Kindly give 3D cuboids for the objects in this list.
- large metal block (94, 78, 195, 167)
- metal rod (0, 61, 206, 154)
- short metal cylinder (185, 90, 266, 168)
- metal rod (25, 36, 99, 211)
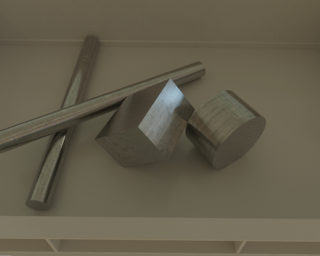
[{"bbox_3d":[-0.017,-0.004,0.366,0.080,0.050,0.080,-15,34,45],"label":"large metal block"},{"bbox_3d":[-0.060,-0.037,0.413,0.302,0.025,0.025,-24,54,-28],"label":"metal rod"},{"bbox_3d":[0.078,0.002,0.369,0.081,0.080,0.050,-27,56,-21],"label":"short metal cylinder"},{"bbox_3d":[-0.124,-0.031,0.429,0.025,0.025,0.300,3,50,2],"label":"metal rod"}]
